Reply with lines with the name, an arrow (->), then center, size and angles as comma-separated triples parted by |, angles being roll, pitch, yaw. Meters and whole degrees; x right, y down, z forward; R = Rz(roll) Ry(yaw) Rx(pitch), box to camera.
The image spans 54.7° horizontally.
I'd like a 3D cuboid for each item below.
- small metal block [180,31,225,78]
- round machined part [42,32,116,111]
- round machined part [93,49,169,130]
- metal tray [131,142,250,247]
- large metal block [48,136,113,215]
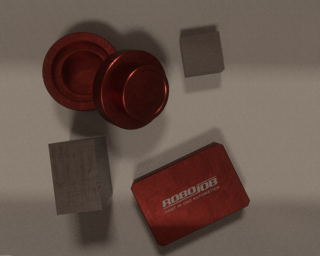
small metal block -> 0.055, -0.097, 0.412 | 0.050, 0.025, 0.050 | -9, 90, -1
round machined part -> -0.096, -0.070, 0.402 | 0.099, 0.042, 0.097 | 0, 90, -1
round machined part -> -0.028, -0.045, 0.375 | 0.099, 0.042, 0.097 | -15, 114, -38
metal tray -> 0.039, 0.085, 0.410 | 0.131, 0.030, 0.090 | -26, 90, -1
large metal block -> -0.094, 0.054, 0.383 | 0.050, 0.080, 0.079 | -7, 90, 0
